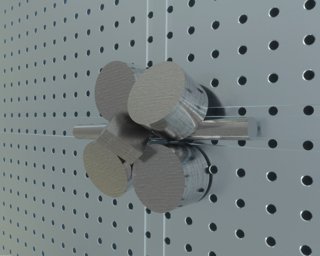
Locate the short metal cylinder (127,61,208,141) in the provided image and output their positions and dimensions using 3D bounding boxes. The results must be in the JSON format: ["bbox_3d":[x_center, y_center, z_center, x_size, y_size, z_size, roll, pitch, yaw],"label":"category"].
[{"bbox_3d":[0.009,-0.031,0.364,0.080,0.050,0.080,-20,55,31],"label":"short metal cylinder"}]

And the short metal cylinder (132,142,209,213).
[{"bbox_3d":[0.012,0.058,0.378,0.080,0.050,0.079,0,90,40],"label":"short metal cylinder"}]

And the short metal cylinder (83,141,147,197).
[{"bbox_3d":[-0.058,0.046,0.420,0.080,0.050,0.079,17,120,32],"label":"short metal cylinder"}]

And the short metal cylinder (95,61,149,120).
[{"bbox_3d":[-0.044,-0.048,0.424,0.080,0.050,0.079,0,90,40],"label":"short metal cylinder"}]

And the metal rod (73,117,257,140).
[{"bbox_3d":[-0.019,0.004,0.419,0.300,0.025,0.025,-1,89,40],"label":"metal rod"}]

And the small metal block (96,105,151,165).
[{"bbox_3d":[-0.041,0.008,0.376,0.050,0.050,0.025,36,128,-12],"label":"small metal block"}]
